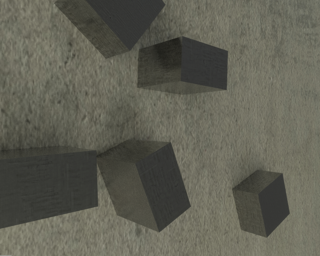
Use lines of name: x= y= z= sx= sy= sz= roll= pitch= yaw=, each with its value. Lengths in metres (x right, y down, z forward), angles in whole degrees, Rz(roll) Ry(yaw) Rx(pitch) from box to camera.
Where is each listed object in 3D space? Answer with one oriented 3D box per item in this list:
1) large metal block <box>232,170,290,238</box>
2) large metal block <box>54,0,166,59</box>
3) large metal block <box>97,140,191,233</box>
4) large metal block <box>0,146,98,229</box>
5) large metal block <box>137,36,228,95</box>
large metal block: x=0.178 y=0.129 z=0.541 sx=0.081 sy=0.050 sz=0.080 roll=-24 pitch=106 yaw=-38
large metal block: x=-0.053 y=-0.138 z=0.345 sx=0.080 sy=0.050 sz=0.080 roll=46 pitch=62 yaw=-31
large metal block: x=-0.020 y=0.061 z=0.354 sx=0.050 sy=0.080 sz=0.080 roll=-29 pitch=108 yaw=-37
large metal block: x=-0.112 y=0.046 z=0.276 sx=0.081 sy=0.080 sz=0.050 roll=-3 pitch=92 yaw=-40
large metal block: x=0.028 y=-0.075 z=0.395 sx=0.081 sy=0.080 sz=0.050 roll=3 pitch=88 yaw=-40
